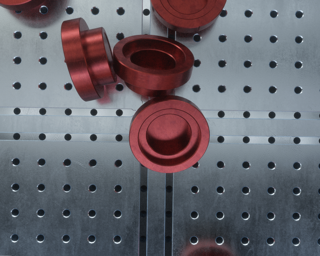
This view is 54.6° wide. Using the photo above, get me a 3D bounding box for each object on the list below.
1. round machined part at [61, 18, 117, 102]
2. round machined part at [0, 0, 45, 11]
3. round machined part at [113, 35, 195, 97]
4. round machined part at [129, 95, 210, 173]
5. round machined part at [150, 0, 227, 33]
[{"bbox_3d":[-0.081,-0.084,0.377,0.042,0.098,0.098,-12,90,0],"label":"round machined part"},{"bbox_3d":[-0.183,-0.201,0.404,0.099,0.042,0.097,0,90,0],"label":"round machined part"},{"bbox_3d":[-0.009,-0.075,0.387,0.098,0.098,0.042,10,131,0],"label":"round machined part"},{"bbox_3d":[0.010,0.005,0.394,0.099,0.042,0.097,-2,112,-4],"label":"round machined part"},{"bbox_3d":[0.036,-0.172,0.405,0.099,0.042,0.097,0,90,0],"label":"round machined part"}]
